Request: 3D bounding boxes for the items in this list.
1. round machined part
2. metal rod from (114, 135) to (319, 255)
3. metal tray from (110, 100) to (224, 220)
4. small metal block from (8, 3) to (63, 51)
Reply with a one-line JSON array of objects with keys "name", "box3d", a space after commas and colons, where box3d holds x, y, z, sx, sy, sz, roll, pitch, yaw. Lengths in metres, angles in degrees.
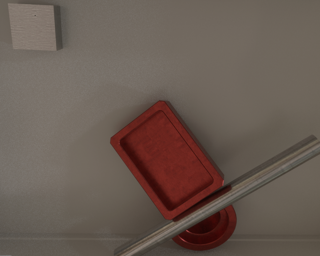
[{"name": "round machined part", "box3d": [0.057, 0.125, 0.449, 0.099, 0.042, 0.097, 0, 110, -1]}, {"name": "metal rod", "box3d": [0.069, 0.098, 0.403, 0.300, 0.025, 0.025, -33, 107, 9]}, {"name": "metal tray", "box3d": [0.009, 0.040, 0.400, 0.090, 0.030, 0.130, -37, 86, 12]}, {"name": "small metal block", "box3d": [-0.145, -0.119, 0.365, 0.050, 0.025, 0.050, 2, 110, -2]}]
